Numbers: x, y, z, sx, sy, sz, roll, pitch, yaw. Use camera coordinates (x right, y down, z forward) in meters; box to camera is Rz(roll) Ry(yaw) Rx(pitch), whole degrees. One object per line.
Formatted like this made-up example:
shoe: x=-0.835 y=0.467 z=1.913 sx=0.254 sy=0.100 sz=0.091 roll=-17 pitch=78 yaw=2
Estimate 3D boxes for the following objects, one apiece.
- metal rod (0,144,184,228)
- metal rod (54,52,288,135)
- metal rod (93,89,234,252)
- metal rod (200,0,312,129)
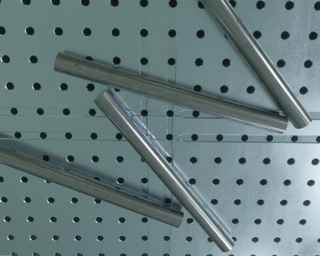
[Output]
metal rod: x=-0.108 y=0.081 z=0.442 sx=0.301 sy=0.025 sz=0.025 roll=22 pitch=109 yaw=-8
metal rod: x=0.019 y=-0.042 z=0.397 sx=0.302 sy=0.025 sz=0.025 roll=15 pitch=109 yaw=-6
metal rod: x=0.014 y=0.070 z=0.439 sx=0.025 sy=0.025 sz=0.300 roll=-35 pitch=107 yaw=12
metal rod: x=0.093 y=-0.114 z=0.371 sx=0.025 sy=0.025 sz=0.300 roll=-39 pitch=106 yaw=13
